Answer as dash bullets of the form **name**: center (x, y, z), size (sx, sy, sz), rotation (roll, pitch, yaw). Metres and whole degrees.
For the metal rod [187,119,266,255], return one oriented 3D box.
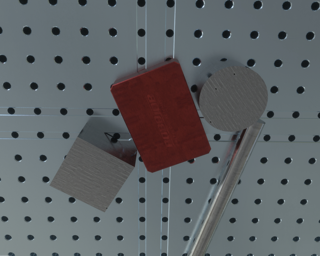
- **metal rod**: center (0.083, 0.122, 0.459), size (0.025, 0.025, 0.298), rotation (16, 109, -7)

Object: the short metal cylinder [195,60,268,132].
- **short metal cylinder**: center (0.086, -0.041, 0.386), size (0.081, 0.050, 0.079), rotation (0, 110, -1)

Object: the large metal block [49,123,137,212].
- **large metal block**: center (-0.087, 0.053, 0.419), size (0.080, 0.050, 0.080), rotation (30, 107, -11)

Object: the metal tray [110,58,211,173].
- **metal tray**: center (0.003, -0.014, 0.406), size (0.090, 0.030, 0.129), rotation (-20, 109, 7)
